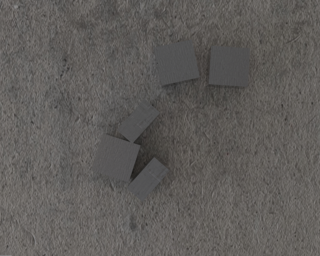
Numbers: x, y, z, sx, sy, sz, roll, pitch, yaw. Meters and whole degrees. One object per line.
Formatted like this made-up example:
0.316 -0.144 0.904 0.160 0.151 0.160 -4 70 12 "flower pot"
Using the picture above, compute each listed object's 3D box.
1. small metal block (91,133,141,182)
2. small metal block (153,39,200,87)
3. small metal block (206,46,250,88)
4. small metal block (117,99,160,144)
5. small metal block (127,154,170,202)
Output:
-0.056 0.038 0.409 0.050 0.025 0.050 18 90 0 "small metal block"
0.022 -0.084 0.410 0.050 0.025 0.050 -12 90 0 "small metal block"
0.089 -0.080 0.410 0.050 0.025 0.050 4 90 0 "small metal block"
-0.026 -0.008 0.397 0.025 0.050 0.050 42 90 0 "small metal block"
-0.014 0.062 0.397 0.025 0.050 0.050 41 90 0 "small metal block"
